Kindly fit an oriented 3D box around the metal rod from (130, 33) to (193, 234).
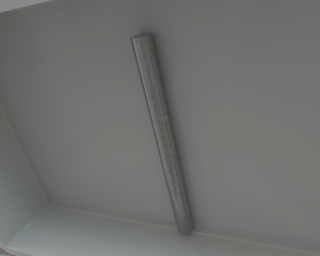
[{"bbox_3d":[0.009,0.025,0.418,0.025,0.025,0.298,1,119,27],"label":"metal rod"}]
